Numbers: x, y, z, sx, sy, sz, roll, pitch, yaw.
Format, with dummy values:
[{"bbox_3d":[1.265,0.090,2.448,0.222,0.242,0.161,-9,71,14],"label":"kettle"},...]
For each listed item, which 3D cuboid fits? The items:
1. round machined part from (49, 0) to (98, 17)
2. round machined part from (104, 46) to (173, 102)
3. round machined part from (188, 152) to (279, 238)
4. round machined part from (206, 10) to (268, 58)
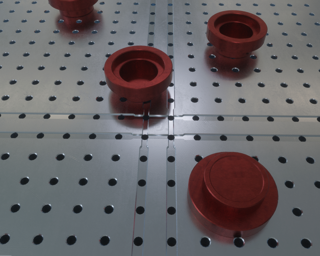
[{"bbox_3d":[-0.168,-0.255,0.610,0.099,0.042,0.098,0,50,0],"label":"round machined part"},{"bbox_3d":[-0.031,-0.076,0.461,0.099,0.042,0.098,0,50,0],"label":"round machined part"},{"bbox_3d":[0.081,0.065,0.342,0.099,0.042,0.098,0,50,0],"label":"round machined part"},{"bbox_3d":[0.128,-0.157,0.529,0.099,0.042,0.098,0,50,0],"label":"round machined part"}]
